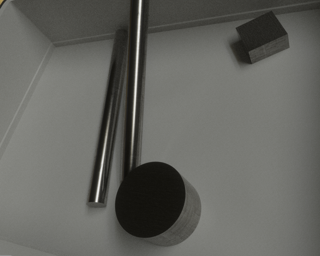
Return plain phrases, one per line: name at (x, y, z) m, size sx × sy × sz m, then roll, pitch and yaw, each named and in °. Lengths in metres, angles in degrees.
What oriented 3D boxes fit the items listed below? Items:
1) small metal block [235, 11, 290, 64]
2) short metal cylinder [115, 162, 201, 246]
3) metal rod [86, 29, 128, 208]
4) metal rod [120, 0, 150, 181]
small metal block at (0.134, -0.119, 0.408) m, size 0.050 × 0.025 × 0.050 m, roll -23°, pitch 53°, yaw 14°
short metal cylinder at (-0.001, 0.083, 0.338) m, size 0.080 × 0.050 × 0.080 m, roll -13°, pitch 56°, yaw 20°
metal rod at (-0.072, -0.033, 0.462) m, size 0.025 × 0.025 × 0.299 m, roll -10°, pitch 57°, yaw 22°
metal rod at (-0.030, -0.084, 0.393) m, size 0.025 × 0.025 × 0.298 m, roll 1°, pitch 87°, yaw 28°
